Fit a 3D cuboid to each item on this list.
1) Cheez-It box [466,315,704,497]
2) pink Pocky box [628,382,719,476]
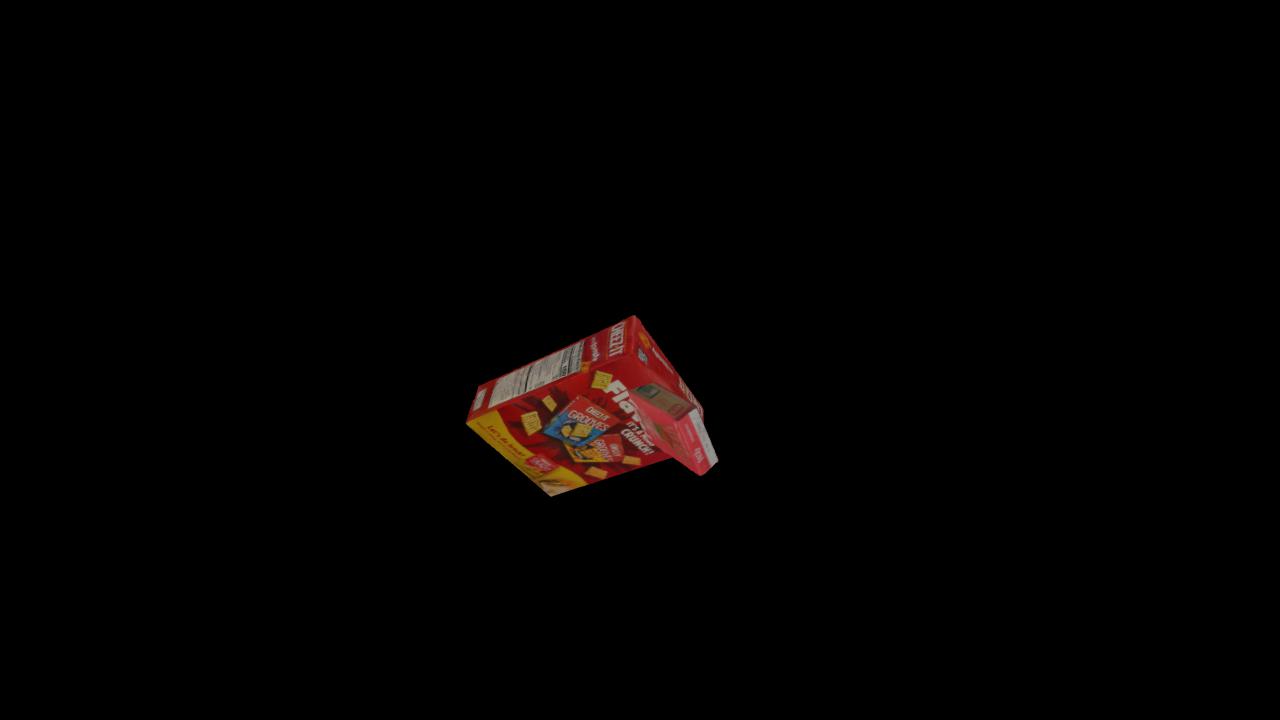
[{"bbox_3d":[-0.059,0.063,0.711,0.223,0.071,0.166,-22,-52,22],"label":"Cheez-It box"},{"bbox_3d":[0.014,0.057,0.659,0.029,0.084,0.155,-38,38,-19],"label":"pink Pocky box"}]
